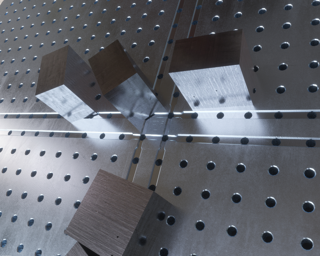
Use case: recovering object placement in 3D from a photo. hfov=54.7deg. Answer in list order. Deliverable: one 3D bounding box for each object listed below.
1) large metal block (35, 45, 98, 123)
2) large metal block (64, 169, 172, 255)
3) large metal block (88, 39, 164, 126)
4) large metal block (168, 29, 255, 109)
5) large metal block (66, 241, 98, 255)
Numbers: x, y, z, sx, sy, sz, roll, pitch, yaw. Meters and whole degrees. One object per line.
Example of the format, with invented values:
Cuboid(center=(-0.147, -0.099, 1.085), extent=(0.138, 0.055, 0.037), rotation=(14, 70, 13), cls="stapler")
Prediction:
Cuboid(center=(-0.142, -0.067, 0.486), extent=(0.050, 0.080, 0.080), rotation=(-18, 55, 18), cls="large metal block")
Cuboid(center=(-0.046, 0.103, 0.352), extent=(0.080, 0.050, 0.080), rotation=(15, 69, 34), cls="large metal block")
Cuboid(center=(-0.047, -0.062, 0.435), extent=(0.050, 0.080, 0.080), rotation=(-34, 52, 6), cls="large metal block")
Cuboid(center=(0.067, -0.067, 0.378), extent=(0.080, 0.080, 0.050), rotation=(-2, 61, 27), cls="large metal block")
Cuboid(center=(-0.077, 0.181, 0.320), extent=(0.080, 0.050, 0.080), rotation=(34, 81, 38), cls="large metal block")
